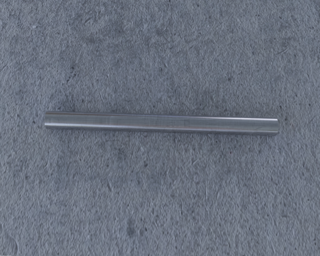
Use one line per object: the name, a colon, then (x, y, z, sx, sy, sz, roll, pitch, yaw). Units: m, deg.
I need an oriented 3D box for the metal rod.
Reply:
metal rod: (0.002, -0.006, 0.412, 0.302, 0.025, 0.025, 2, 70, 0)
